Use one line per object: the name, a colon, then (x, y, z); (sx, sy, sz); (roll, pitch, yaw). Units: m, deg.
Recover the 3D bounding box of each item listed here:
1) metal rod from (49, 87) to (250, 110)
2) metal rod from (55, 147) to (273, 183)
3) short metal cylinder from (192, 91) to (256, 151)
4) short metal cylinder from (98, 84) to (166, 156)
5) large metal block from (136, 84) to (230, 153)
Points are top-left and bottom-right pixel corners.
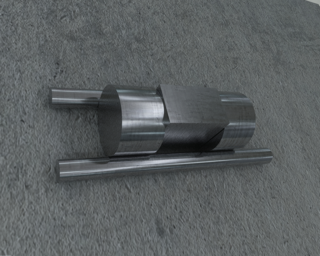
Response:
metal rod: (0.006, -0.036, 0.431); (0.303, 0.025, 0.025); (-1, 62, -29)
metal rod: (0.027, 0.043, 0.393); (0.303, 0.025, 0.025); (-1, 62, -29)
short metal cylinder: (0.081, -0.010, 0.419); (0.050, 0.080, 0.080); (-1, 62, -29)
short metal cylinder: (-0.035, -0.009, 0.356); (0.050, 0.080, 0.080); (-1, 62, -29)
large metal block: (0.024, -0.009, 0.385); (0.081, 0.080, 0.050); (0, 62, -28)
